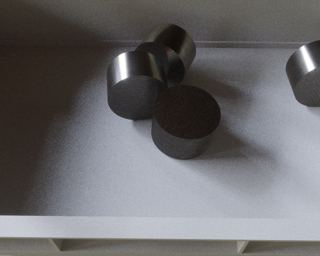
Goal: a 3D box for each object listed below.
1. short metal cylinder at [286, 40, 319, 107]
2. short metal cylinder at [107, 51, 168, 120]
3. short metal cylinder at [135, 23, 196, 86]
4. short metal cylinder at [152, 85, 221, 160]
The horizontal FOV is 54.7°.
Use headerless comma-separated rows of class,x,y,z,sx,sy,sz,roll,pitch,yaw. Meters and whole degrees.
short metal cylinder,0.224,-0.075,0.434,0.080,0.080,0.050,1,50,1
short metal cylinder,-0.030,-0.056,0.416,0.081,0.080,0.050,-6,50,-5
short metal cylinder,0.007,-0.106,0.458,0.080,0.080,0.050,17,52,14
short metal cylinder,0.031,-0.007,0.388,0.081,0.050,0.080,3,57,-4
